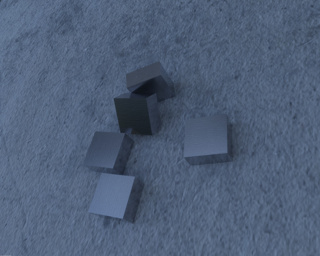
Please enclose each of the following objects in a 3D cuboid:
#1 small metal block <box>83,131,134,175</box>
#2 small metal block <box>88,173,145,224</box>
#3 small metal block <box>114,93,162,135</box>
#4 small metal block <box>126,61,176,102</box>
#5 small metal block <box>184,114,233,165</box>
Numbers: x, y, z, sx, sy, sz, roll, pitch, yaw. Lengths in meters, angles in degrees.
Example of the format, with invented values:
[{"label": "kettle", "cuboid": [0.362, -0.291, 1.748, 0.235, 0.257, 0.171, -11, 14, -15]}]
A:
[{"label": "small metal block", "cuboid": [-0.069, 0.033, 0.418, 0.050, 0.025, 0.050, 3, 63, 29]}, {"label": "small metal block", "cuboid": [-0.053, 0.085, 0.378, 0.050, 0.025, 0.050, 1, 62, 28]}, {"label": "small metal block", "cuboid": [-0.029, -0.019, 0.411, 0.050, 0.050, 0.025, 3, 23, 29]}, {"label": "small metal block", "cuboid": [-0.012, -0.059, 0.429, 0.050, 0.050, 0.025, -18, 55, 17]}, {"label": "small metal block", "cuboid": [0.057, 0.014, 0.364, 0.050, 0.025, 0.050, -8, 58, 23]}]
